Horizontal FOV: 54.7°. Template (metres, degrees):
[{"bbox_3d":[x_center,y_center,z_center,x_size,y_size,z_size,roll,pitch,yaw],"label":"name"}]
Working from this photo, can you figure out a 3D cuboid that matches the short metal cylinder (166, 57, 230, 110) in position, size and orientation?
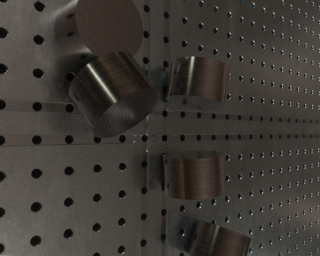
[{"bbox_3d":[0.051,-0.058,0.418,0.081,0.080,0.050,14,81,-40],"label":"short metal cylinder"}]

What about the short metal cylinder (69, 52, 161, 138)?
[{"bbox_3d":[-0.047,-0.033,0.326,0.081,0.080,0.050,-22,68,-38],"label":"short metal cylinder"}]

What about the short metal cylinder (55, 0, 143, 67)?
[{"bbox_3d":[-0.066,-0.107,0.339,0.081,0.050,0.079,0,90,-40],"label":"short metal cylinder"}]

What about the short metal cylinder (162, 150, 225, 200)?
[{"bbox_3d":[0.045,0.060,0.413,0.081,0.080,0.050,-5,94,-40],"label":"short metal cylinder"}]

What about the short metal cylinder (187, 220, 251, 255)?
[{"bbox_3d":[0.085,0.171,0.448,0.080,0.080,0.050,32,70,-36],"label":"short metal cylinder"}]
